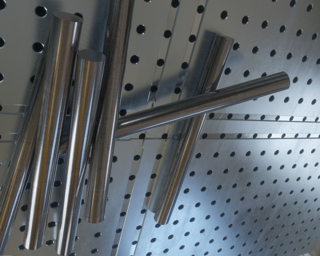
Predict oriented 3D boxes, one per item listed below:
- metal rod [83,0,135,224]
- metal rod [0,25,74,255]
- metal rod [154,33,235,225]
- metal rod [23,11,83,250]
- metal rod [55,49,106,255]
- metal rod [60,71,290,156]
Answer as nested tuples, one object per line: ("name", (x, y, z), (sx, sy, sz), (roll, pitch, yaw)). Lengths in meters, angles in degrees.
("metal rod", (-0.054, -0.034, 0.330), (0.025, 0.025, 0.298), (1, 109, -29))
("metal rod", (-0.152, 0.031, 0.346), (0.025, 0.025, 0.298), (12, 112, -34))
("metal rod", (0.042, 0.017, 0.443), (0.025, 0.025, 0.298), (2, 117, -30))
("metal rod", (-0.122, 0.028, 0.335), (0.025, 0.025, 0.298), (2, 124, -29))
("metal rod", (-0.099, 0.053, 0.359), (0.025, 0.025, 0.298), (-2, 129, -27))
("metal rod", (0.022, -0.021, 0.384), (0.302, 0.025, 0.025), (-16, 126, -10))
